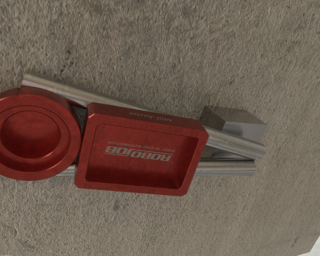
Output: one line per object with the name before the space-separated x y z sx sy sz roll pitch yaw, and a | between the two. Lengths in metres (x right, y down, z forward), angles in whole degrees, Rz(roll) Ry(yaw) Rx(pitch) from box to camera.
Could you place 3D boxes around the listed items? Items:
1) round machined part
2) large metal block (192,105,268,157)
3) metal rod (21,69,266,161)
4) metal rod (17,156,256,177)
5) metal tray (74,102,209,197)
round machined part | -0.133 0.003 0.320 0.099 0.042 0.097 -7 119 -13
large metal block | 0.098 0.017 0.456 0.081 0.050 0.079 4 117 -31
metal rod | -0.001 -0.007 0.363 0.302 0.025 0.025 16 110 -22
metal rod | -0.019 0.048 0.387 0.302 0.025 0.025 2 118 -16
metal tray | -0.021 0.028 0.344 0.131 0.030 0.089 9 115 -19
